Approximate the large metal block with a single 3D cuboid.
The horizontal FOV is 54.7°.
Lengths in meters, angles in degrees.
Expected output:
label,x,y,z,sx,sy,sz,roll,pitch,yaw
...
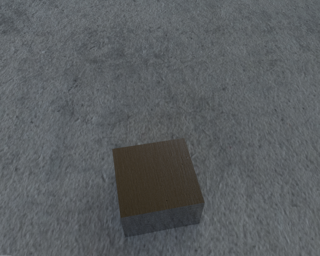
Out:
label,x,y,z,sx,sy,sz,roll,pitch,yaw
large metal block,-0.005,0.063,0.334,0.081,0.050,0.080,-8,51,-8
